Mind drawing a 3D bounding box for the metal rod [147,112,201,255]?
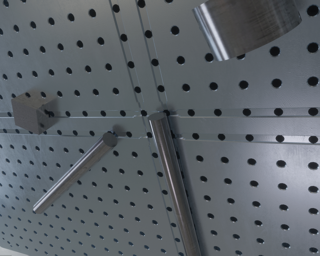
[{"bbox_3d":[0.031,0.115,0.466,0.025,0.025,0.298,0,119,28],"label":"metal rod"}]

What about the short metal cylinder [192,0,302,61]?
[{"bbox_3d":[0.075,-0.101,0.274,0.080,0.080,0.050,-17,109,35],"label":"short metal cylinder"}]

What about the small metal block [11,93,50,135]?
[{"bbox_3d":[-0.212,-0.023,0.509,0.050,0.025,0.050,20,126,16],"label":"small metal block"}]

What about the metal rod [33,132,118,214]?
[{"bbox_3d":[-0.163,0.093,0.554,0.025,0.025,0.299,46,129,-4],"label":"metal rod"}]
